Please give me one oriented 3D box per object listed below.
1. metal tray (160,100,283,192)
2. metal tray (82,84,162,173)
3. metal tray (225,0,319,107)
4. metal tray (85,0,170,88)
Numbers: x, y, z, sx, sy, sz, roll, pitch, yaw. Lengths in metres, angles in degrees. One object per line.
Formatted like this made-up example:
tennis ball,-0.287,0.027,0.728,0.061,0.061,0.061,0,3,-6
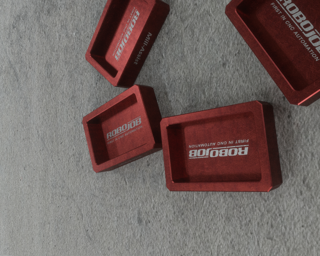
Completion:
metal tray,0.063,0.024,0.349,0.130,0.030,0.089,-9,84,39
metal tray,-0.055,0.004,0.446,0.130,0.030,0.090,-26,74,37
metal tray,0.132,-0.096,0.292,0.090,0.030,0.130,-41,65,32
metal tray,-0.051,-0.134,0.443,0.090,0.030,0.129,44,116,31
